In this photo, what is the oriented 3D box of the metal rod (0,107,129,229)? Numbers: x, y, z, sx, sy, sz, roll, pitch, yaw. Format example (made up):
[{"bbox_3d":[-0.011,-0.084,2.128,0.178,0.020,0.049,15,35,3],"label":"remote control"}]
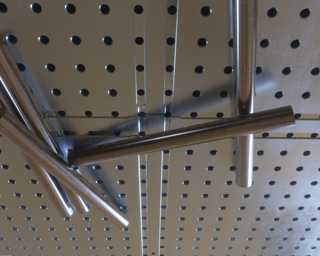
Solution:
[{"bbox_3d":[-0.125,0.077,0.450,0.025,0.025,0.299,-18,136,14],"label":"metal rod"}]

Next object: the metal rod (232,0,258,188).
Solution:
[{"bbox_3d":[0.106,-0.028,0.389,0.025,0.025,0.298,-8,130,6],"label":"metal rod"}]

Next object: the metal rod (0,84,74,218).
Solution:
[{"bbox_3d":[-0.182,0.031,0.435,0.025,0.025,0.298,-7,130,5],"label":"metal rod"}]

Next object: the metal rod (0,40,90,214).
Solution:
[{"bbox_3d":[-0.155,0.023,0.428,0.025,0.025,0.298,-7,130,6],"label":"metal rod"}]

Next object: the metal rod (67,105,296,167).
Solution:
[{"bbox_3d":[0.014,0.015,0.404,0.301,0.025,0.025,-12,130,17],"label":"metal rod"}]
